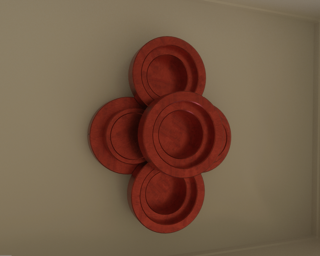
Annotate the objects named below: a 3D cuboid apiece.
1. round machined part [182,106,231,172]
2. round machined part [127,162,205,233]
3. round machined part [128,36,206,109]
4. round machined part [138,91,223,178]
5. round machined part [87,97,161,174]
[{"bbox_3d":[0.056,0.013,0.421,0.099,0.042,0.097,0,90,-21],"label":"round machined part"},{"bbox_3d":[0.005,0.082,0.402,0.099,0.042,0.097,0,90,-21],"label":"round machined part"},{"bbox_3d":[0.006,-0.065,0.402,0.099,0.042,0.097,0,90,-21],"label":"round machined part"},{"bbox_3d":[0.021,0.007,0.363,0.099,0.042,0.097,0,90,-21],"label":"round machined part"},{"bbox_3d":[-0.038,0.010,0.386,0.099,0.042,0.097,0,90,-21],"label":"round machined part"}]
